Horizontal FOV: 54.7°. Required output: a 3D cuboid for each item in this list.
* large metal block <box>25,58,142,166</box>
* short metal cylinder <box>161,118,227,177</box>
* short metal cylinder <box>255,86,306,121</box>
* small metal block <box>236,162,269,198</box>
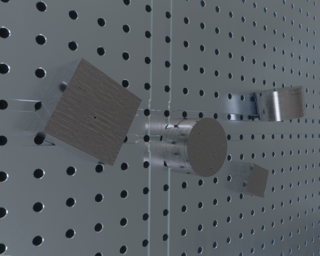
[{"bbox_3d":[-0.078,-0.014,0.327,0.080,0.050,0.080,34,69,-35],"label":"large metal block"},{"bbox_3d":[0.049,0.026,0.434,0.081,0.050,0.080,0,90,-40],"label":"short metal cylinder"},{"bbox_3d":[0.214,-0.044,0.552,0.081,0.080,0.050,-16,100,-39],"label":"short metal cylinder"},{"bbox_3d":[0.164,0.092,0.546,0.050,0.025,0.050,25,74,-37],"label":"small metal block"}]
